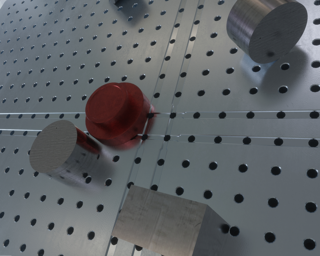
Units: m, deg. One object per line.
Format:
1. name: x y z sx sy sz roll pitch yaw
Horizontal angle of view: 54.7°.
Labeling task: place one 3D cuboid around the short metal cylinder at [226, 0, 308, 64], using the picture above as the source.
1. short metal cylinder: 0.131 -0.127 0.383 0.080 0.080 0.050 -34 51 6

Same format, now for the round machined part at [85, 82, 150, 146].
1. round machined part: -0.068 -0.027 0.450 0.098 0.042 0.098 -13 56 21

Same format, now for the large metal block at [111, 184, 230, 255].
1. large metal block: 0.014 0.100 0.304 0.080 0.080 0.050 8 66 31

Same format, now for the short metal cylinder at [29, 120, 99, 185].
1. short metal cylinder: -0.136 0.035 0.442 0.080 0.050 0.080 -13 56 21

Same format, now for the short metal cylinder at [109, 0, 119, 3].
1. short metal cylinder: -0.096 -0.292 0.603 0.050 0.080 0.080 -43 51 -1
